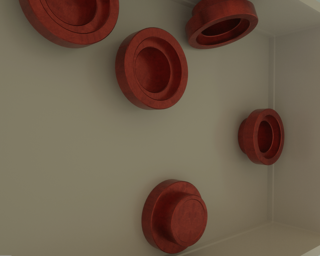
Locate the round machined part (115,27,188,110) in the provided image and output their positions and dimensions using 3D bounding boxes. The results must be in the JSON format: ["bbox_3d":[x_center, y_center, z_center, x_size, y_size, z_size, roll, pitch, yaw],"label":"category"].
[{"bbox_3d":[-0.014,-0.071,0.385,0.099,0.042,0.097,0,90,-40],"label":"round machined part"}]

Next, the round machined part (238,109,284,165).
[{"bbox_3d":[0.175,0.015,0.546,0.099,0.042,0.097,0,90,-40],"label":"round machined part"}]

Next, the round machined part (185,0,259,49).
[{"bbox_3d":[0.083,-0.152,0.433,0.099,0.098,0.042,-6,78,-40],"label":"round machined part"}]

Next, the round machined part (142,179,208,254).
[{"bbox_3d":[0.027,0.121,0.421,0.099,0.042,0.097,0,90,-40],"label":"round machined part"}]

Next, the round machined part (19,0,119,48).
[{"bbox_3d":[-0.095,-0.131,0.317,0.099,0.042,0.097,0,90,-40],"label":"round machined part"}]
